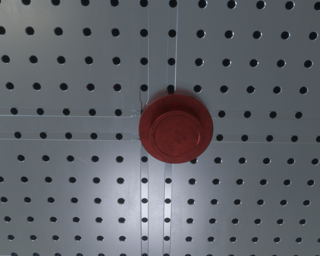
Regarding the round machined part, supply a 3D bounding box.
[{"bbox_3d":[0.021,0.004,0.406,0.099,0.042,0.097,0,110,0],"label":"round machined part"}]
